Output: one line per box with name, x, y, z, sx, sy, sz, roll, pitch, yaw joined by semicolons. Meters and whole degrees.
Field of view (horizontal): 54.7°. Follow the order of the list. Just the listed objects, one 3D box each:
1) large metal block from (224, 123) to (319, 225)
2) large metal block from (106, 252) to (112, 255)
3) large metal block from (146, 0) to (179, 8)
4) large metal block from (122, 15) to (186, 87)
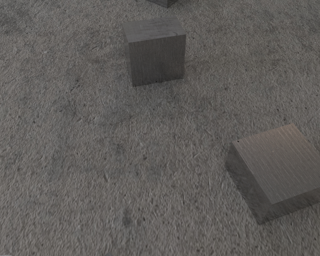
large metal block;0.131;0.049;0.346;0.081;0.050;0.080;-15;52;-13
large metal block;-0.052;0.154;0.237;0.080;0.080;0.050;-34;58;-25
large metal block;0.006;-0.299;0.638;0.080;0.050;0.080;30;56;22
large metal block;-0.009;-0.114;0.463;0.081;0.080;0.050;-11;51;-9
